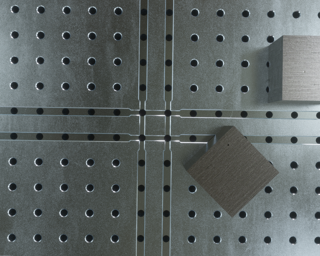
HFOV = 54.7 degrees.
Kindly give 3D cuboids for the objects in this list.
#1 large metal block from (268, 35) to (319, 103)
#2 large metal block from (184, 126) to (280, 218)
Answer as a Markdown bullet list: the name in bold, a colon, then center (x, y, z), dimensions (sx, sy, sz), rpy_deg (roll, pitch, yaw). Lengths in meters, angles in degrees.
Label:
- **large metal block**: center (0.190, -0.073, 0.403), dimensions (0.081, 0.050, 0.079), rpy_deg (1, 90, -1)
- **large metal block**: center (0.089, 0.053, 0.402), dimensions (0.080, 0.050, 0.080), rpy_deg (-44, 91, 0)
